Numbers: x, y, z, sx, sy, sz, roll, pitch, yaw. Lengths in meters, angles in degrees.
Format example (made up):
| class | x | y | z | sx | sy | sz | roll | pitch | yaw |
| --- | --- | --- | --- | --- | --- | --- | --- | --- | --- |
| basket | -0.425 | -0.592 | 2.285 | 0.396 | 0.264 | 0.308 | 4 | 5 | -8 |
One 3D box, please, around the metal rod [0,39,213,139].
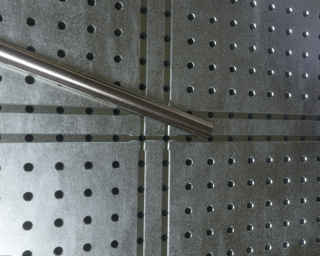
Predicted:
| class | x | y | z | sx | sy | sz | roll | pitch | yaw |
| --- | --- | --- | --- | --- | --- | --- | --- | --- | --- |
| metal rod | -0.066 | -0.045 | 0.388 | 0.302 | 0.025 | 0.025 | 20 | 83 | -19 |
